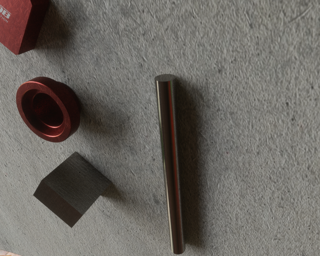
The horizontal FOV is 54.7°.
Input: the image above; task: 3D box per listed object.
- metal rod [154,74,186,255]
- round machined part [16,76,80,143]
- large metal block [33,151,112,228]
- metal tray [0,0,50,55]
[{"bbox_3d":[0.018,0.070,0.438,0.025,0.025,0.298,9,122,23],"label":"metal rod"},{"bbox_3d":[-0.159,-0.030,0.458,0.098,0.042,0.097,13,124,20],"label":"round machined part"},{"bbox_3d":[-0.141,0.098,0.504,0.080,0.080,0.050,41,129,0],"label":"large metal block"},{"bbox_3d":[-0.216,-0.172,0.409,0.130,0.030,0.089,40,129,0],"label":"metal tray"}]
